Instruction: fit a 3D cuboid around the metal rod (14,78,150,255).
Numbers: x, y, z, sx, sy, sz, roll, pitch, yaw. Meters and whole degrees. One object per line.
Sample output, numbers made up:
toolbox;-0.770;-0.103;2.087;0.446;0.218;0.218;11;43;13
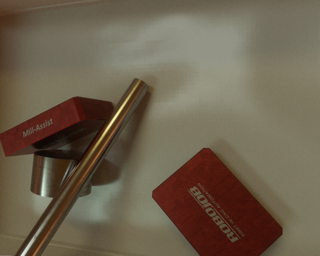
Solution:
metal rod;-0.100;0.063;0.379;0.025;0.025;0.300;26;73;18

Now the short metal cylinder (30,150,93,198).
short metal cylinder;-0.133;0.061;0.427;0.080;0.080;0.050;8;93;19

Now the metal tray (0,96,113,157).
metal tray;-0.135;0.000;0.421;0.130;0.090;0.030;-23;82;18

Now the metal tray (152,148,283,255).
metal tray;0.065;0.100;0.368;0.090;0.030;0.130;-40;77;-6
